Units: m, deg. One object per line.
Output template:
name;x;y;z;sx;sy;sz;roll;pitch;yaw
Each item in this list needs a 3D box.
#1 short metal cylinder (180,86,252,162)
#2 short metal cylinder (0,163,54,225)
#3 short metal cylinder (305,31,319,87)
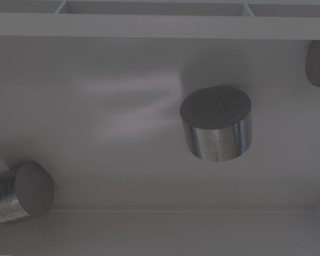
short metal cylinder;0.068;-0.006;0.368;0.080;0.080;0.050;-9;130;7
short metal cylinder;-0.202;0.096;0.453;0.050;0.080;0.080;-18;128;15
short metal cylinder;0.196;-0.072;0.313;0.050;0.080;0.079;15;128;-13
